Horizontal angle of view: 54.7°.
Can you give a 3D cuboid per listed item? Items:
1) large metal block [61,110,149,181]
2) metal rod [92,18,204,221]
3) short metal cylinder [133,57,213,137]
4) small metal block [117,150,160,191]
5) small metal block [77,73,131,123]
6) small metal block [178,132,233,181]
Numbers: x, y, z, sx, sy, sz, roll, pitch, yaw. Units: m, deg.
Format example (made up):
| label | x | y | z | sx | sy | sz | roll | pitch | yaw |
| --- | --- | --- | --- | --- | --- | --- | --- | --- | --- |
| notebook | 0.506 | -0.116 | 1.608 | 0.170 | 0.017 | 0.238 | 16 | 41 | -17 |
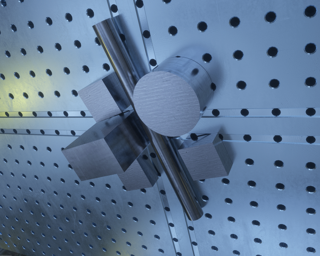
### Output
| label | x | y | z | sx | sy | sz | roll | pitch | yaw |
| --- | --- | --- | --- | --- | --- | --- | --- | --- | --- |
| large metal block | -0.070 | 0.023 | 0.423 | 0.080 | 0.080 | 0.050 | -16 | 110 | 34 |
| metal rod | -0.008 | 0.002 | 0.415 | 0.025 | 0.025 | 0.299 | -13 | 112 | 33 |
| short metal cylinder | 0.016 | -0.037 | 0.362 | 0.080 | 0.050 | 0.079 | 13 | 124 | 20 |
| small metal block | -0.037 | 0.065 | 0.469 | 0.050 | 0.025 | 0.050 | -17 | 110 | 34 |
| small metal block | -0.077 | -0.041 | 0.425 | 0.050 | 0.025 | 0.050 | -19 | 109 | 35 |
| small metal block | 0.059 | 0.038 | 0.402 | 0.050 | 0.025 | 0.050 | -15 | 111 | 34 |
